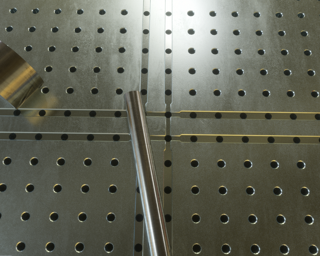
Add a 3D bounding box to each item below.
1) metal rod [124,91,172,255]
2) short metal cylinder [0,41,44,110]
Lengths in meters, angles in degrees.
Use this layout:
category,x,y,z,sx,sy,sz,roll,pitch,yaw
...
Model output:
category,x,y,z,sx,sy,sz,roll,pitch,yaw
metal rod,-0.010,0.092,0.377,0.025,0.025,0.299,-10,70,-4
short metal cylinder,-0.202,-0.069,0.405,0.080,0.080,0.050,36,74,11
